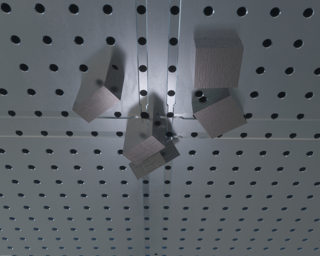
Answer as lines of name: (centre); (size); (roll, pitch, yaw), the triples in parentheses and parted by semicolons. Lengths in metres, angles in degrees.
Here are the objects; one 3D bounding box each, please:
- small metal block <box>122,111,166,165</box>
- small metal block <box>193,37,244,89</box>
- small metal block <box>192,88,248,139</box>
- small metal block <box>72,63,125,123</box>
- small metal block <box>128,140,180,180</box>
small metal block: (-0.020, 0.013, 0.405); (0.050, 0.050, 0.025); (-33, 122, 25)
small metal block: (0.063, -0.073, 0.350); (0.050, 0.025, 0.050); (-1, 130, 1)
small metal block: (0.076, -0.020, 0.395); (0.050, 0.025, 0.050); (-27, 125, 21)
small metal block: (-0.070, -0.041, 0.360); (0.050, 0.050, 0.025); (-31, 123, 24)
small metal block: (-0.007, 0.043, 0.429); (0.050, 0.050, 0.025); (-34, 83, 25)
